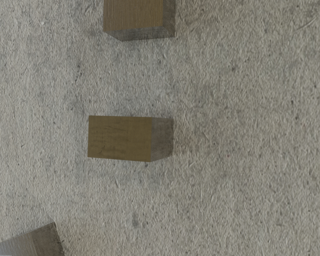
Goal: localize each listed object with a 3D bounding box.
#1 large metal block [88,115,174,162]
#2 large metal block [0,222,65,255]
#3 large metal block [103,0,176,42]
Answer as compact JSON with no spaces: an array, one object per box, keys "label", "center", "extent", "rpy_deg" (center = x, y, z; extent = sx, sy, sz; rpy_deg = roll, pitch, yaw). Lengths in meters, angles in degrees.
[{"label":"large metal block","center":[-0.034,0.011,0.392],"extent":[0.080,0.080,0.050],"rpy_deg":[2,91,20]},{"label":"large metal block","center":[-0.194,0.197,0.464],"extent":[0.080,0.050,0.080],"rpy_deg":[-23,82,18]},{"label":"large metal block","center":[-0.025,-0.162,0.405],"extent":[0.080,0.050,0.080],"rpy_deg":[1,91,20]}]
